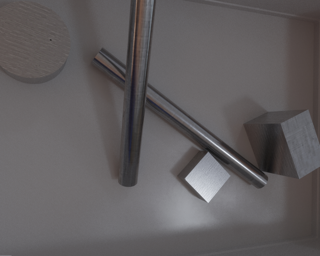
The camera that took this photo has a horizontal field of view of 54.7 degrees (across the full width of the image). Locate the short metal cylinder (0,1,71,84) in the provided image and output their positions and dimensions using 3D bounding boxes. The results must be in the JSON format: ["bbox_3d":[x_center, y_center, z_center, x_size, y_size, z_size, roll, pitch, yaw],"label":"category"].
[{"bbox_3d":[-0.143,-0.092,0.344,0.081,0.050,0.079,0,90,-20],"label":"short metal cylinder"}]

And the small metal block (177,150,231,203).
[{"bbox_3d":[0.062,0.067,0.435,0.050,0.025,0.050,-47,105,-14],"label":"small metal block"}]

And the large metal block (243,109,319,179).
[{"bbox_3d":[0.177,0.021,0.449,0.050,0.080,0.080,-24,99,-19],"label":"large metal block"}]

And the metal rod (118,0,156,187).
[{"bbox_3d":[-0.024,-0.065,0.335,0.025,0.025,0.298,-3,117,-20],"label":"metal rod"}]

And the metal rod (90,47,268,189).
[{"bbox_3d":[0.038,-0.004,0.425,0.301,0.025,0.025,36,78,-17],"label":"metal rod"}]
